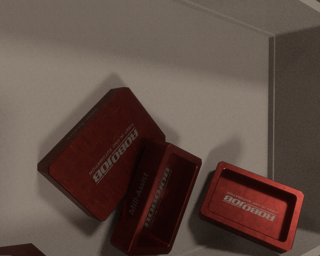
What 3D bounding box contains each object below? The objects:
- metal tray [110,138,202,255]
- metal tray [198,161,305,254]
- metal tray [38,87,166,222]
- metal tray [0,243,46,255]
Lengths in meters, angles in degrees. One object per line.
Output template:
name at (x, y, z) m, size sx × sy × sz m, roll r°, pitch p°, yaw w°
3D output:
metal tray at (0.000, 0.086, 0.380) m, size 0.090 × 0.030 × 0.130 m, roll 30°, pitch 78°, yaw -52°
metal tray at (0.133, 0.114, 0.456) m, size 0.030 × 0.130 × 0.090 m, roll 85°, pitch 28°, yaw -61°
metal tray at (-0.059, 0.027, 0.355) m, size 0.130 × 0.030 × 0.090 m, roll -52°, pitch 121°, yaw -27°
metal tray at (-0.110, 0.134, 0.158) m, size 0.091 × 0.030 × 0.129 m, roll 9°, pitch 84°, yaw -40°
